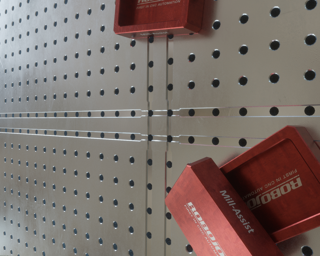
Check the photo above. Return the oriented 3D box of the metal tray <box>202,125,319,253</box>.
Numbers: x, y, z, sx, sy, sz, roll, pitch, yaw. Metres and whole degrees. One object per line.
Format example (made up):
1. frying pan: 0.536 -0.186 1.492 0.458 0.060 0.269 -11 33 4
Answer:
1. metal tray: 0.108 0.067 0.317 0.129 0.030 0.090 -40 66 33

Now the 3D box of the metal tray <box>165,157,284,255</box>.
1. metal tray: 0.062 0.108 0.334 0.130 0.030 0.089 55 144 25

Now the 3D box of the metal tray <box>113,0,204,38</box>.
1. metal tray: -0.004 -0.170 0.410 0.130 0.030 0.089 10 96 39
